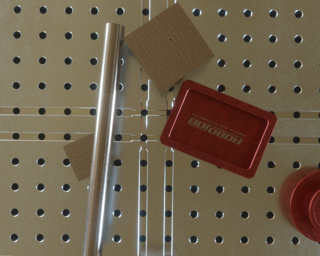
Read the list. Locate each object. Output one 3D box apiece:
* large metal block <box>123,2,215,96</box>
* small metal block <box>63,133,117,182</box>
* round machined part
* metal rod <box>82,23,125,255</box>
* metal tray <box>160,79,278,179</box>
[{"bbox_3d":[0.011,-0.098,0.401,0.080,0.050,0.080,-34,90,0],"label":"large metal block"},{"bbox_3d":[-0.092,0.036,0.413,0.050,0.025,0.050,-24,90,0],"label":"small metal block"},{"bbox_3d":[0.220,0.104,0.406,0.099,0.042,0.097,0,90,0],"label":"round machined part"},{"bbox_3d":[-0.071,0.021,0.387,0.025,0.025,0.298,6,89,0],"label":"metal rod"},{"bbox_3d":[0.075,0.002,0.411,0.131,0.030,0.090,22,90,0],"label":"metal tray"}]
